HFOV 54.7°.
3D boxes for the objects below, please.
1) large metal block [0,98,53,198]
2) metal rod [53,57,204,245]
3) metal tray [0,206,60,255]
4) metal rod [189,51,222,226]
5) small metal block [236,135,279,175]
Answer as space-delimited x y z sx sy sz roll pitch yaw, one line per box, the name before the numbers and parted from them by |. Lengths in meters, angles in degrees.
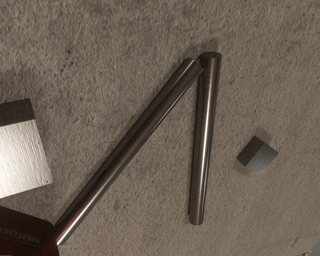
large metal block | -0.163 0.023 0.316 0.081 0.050 0.079 -15 125 -20
metal rod | -0.048 0.035 0.403 0.025 0.025 0.299 32 100 -39
metal tray | -0.178 0.131 0.349 0.030 0.090 0.130 -49 129 6
metal rod | 0.064 0.035 0.465 0.025 0.025 0.298 -14 124 -21
small metal block | 0.167 0.047 0.531 0.050 0.025 0.050 28 103 -38
